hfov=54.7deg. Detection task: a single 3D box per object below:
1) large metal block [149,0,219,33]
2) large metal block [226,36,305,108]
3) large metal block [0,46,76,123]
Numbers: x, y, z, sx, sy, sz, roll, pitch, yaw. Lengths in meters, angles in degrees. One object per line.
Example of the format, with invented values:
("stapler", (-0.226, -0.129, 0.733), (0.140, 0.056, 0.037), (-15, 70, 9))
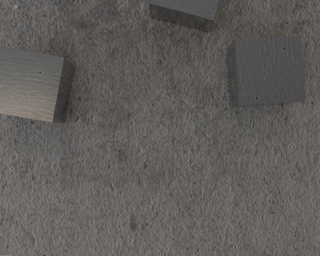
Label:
("large metal block", (0.036, -0.178, 0.397), (0.080, 0.050, 0.080), (15, 90, 0))
("large metal block", (0.133, -0.070, 0.398), (0.080, 0.050, 0.080), (-4, 90, 0))
("large metal block", (-0.162, -0.053, 0.396), (0.080, 0.050, 0.080), (10, 90, 0))
